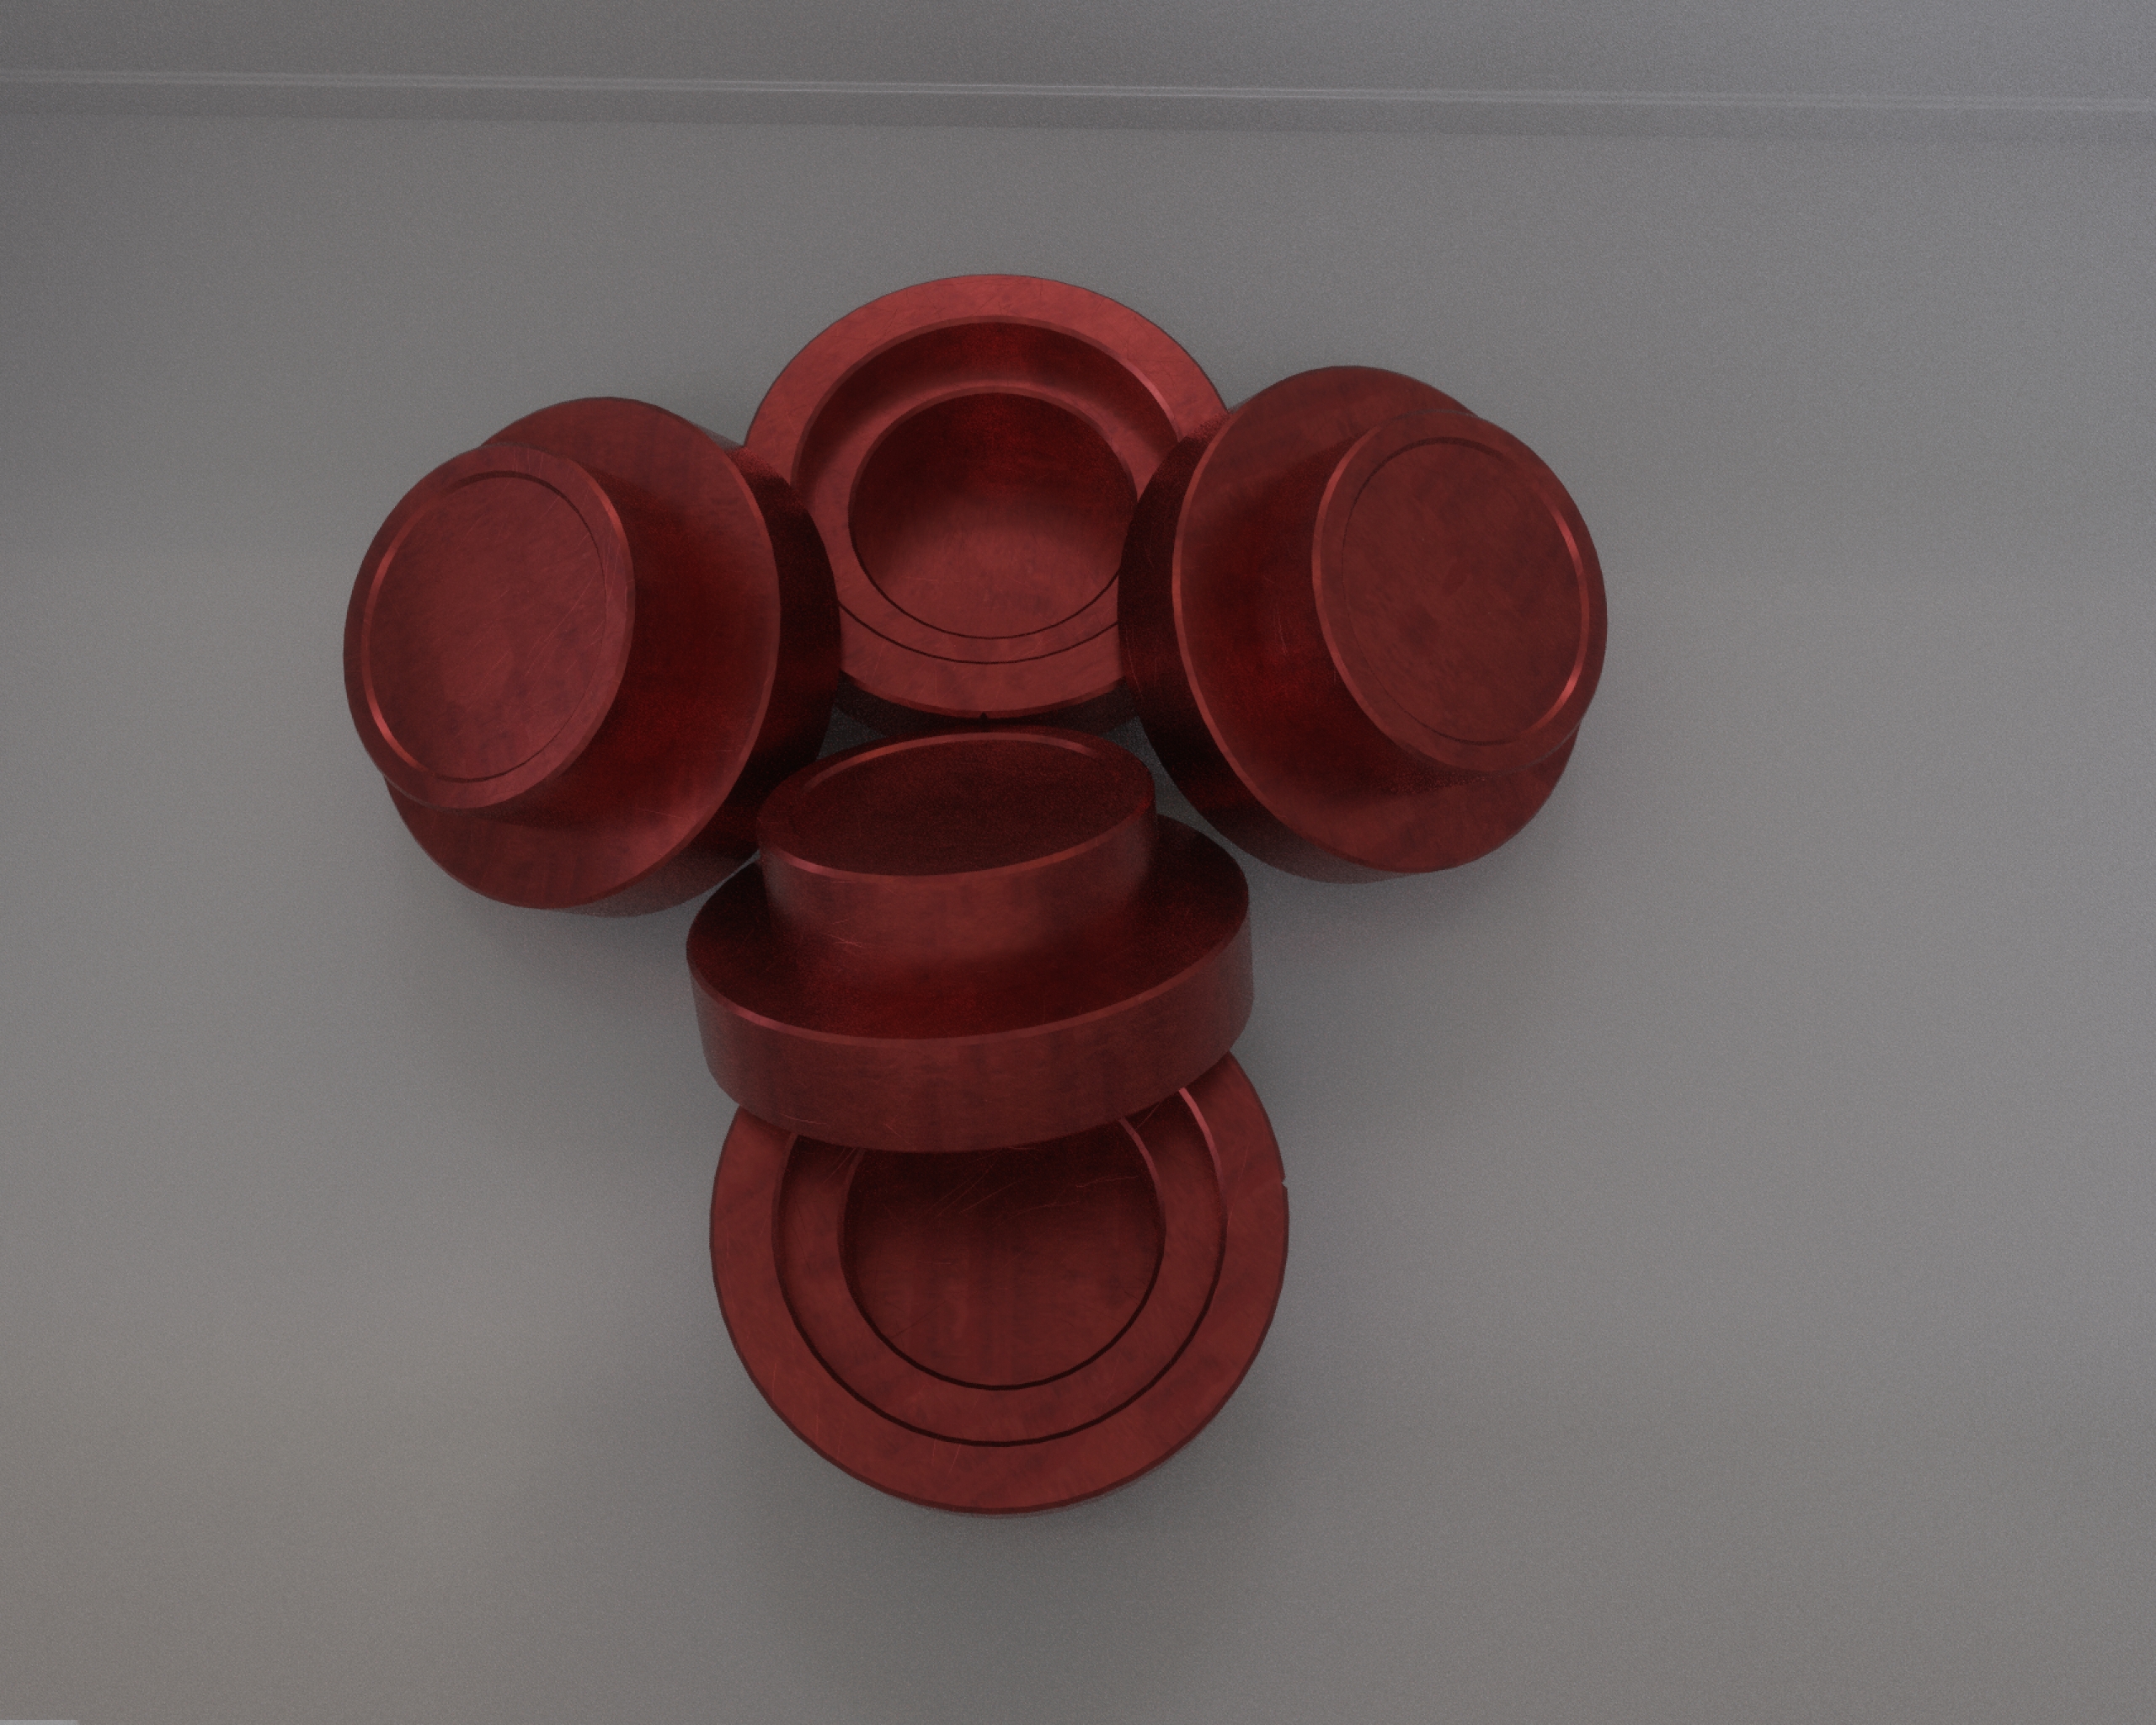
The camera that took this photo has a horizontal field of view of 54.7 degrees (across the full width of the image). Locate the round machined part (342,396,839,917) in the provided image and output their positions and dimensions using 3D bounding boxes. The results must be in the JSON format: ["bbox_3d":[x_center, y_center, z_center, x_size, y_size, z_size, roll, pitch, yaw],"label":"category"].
[{"bbox_3d":[-0.097,-0.040,0.390,0.098,0.042,0.097,-4,82,27],"label":"round machined part"}]

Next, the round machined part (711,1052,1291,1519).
[{"bbox_3d":[-0.013,0.067,0.374,0.099,0.042,0.098,0,70,0],"label":"round machined part"}]

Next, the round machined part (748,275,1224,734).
[{"bbox_3d":[-0.017,-0.066,0.422,0.099,0.042,0.098,0,70,0],"label":"round machined part"}]

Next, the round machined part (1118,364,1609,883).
[{"bbox_3d":[0.060,-0.047,0.392,0.099,0.042,0.097,5,81,-30],"label":"round machined part"}]

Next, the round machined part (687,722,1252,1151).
[{"bbox_3d":[-0.019,0.007,0.366,0.099,0.098,0.042,-6,115,-2],"label":"round machined part"}]
